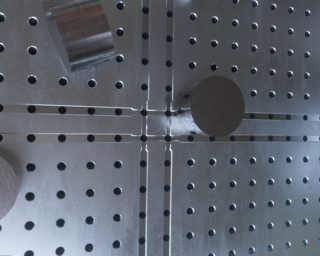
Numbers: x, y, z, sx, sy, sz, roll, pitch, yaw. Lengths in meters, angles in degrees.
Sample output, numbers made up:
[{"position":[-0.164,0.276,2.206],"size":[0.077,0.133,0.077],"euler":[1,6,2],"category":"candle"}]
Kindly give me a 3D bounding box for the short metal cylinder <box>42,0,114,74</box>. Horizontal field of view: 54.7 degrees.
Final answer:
[{"position":[-0.092,-0.107,0.349],"size":[0.050,0.080,0.080],"euler":[-23,98,-19],"category":"short metal cylinder"}]

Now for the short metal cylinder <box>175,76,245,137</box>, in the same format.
[{"position":[0.067,-0.028,0.424],"size":[0.081,0.050,0.079],"euler":[0,90,-20],"category":"short metal cylinder"}]

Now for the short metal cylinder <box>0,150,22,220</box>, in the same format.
[{"position":[-0.192,0.061,0.328],"size":[0.081,0.050,0.079],"euler":[0,90,-20],"category":"short metal cylinder"}]
